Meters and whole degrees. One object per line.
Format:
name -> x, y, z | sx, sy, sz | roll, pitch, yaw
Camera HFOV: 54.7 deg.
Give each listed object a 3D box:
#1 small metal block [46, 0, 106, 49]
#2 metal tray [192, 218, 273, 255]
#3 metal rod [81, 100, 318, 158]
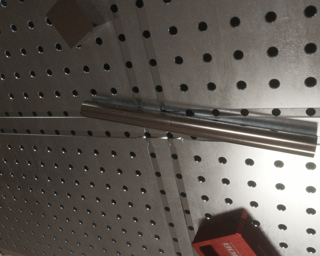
small metal block -> -0.104, -0.135, 0.381 | 0.050, 0.025, 0.050 | -27, 104, 37
metal tray -> 0.122, 0.203, 0.468 | 0.090, 0.030, 0.130 | -30, 102, 37
metal rod -> 0.031, -0.004, 0.391 | 0.301, 0.025, 0.025 | 10, 123, 22
